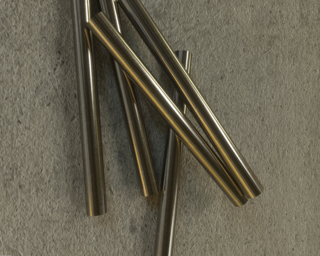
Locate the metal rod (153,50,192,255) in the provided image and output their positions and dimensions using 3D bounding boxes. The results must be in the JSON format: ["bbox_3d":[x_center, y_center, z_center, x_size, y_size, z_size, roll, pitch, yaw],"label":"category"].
[{"bbox_3d":[0.016,0.046,0.416,0.025,0.025,0.298,7,88,-20],"label":"metal rod"}]

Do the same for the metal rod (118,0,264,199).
[{"bbox_3d":[0.041,-0.039,0.395,0.025,0.025,0.299,-35,94,-17],"label":"metal rod"}]

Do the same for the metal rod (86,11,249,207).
[{"bbox_3d":[0.018,-0.013,0.389,0.025,0.025,0.300,-43,104,-15],"label":"metal rod"}]

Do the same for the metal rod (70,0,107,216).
[{"bbox_3d":[-0.088,-0.044,0.377,0.025,0.025,0.298,-5,92,-20],"label":"metal rod"}]

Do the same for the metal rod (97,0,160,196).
[{"bbox_3d":[-0.044,-0.060,0.393,0.025,0.025,0.298,-14,95,-20],"label":"metal rod"}]
